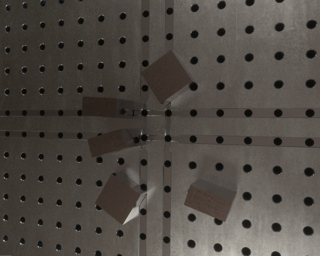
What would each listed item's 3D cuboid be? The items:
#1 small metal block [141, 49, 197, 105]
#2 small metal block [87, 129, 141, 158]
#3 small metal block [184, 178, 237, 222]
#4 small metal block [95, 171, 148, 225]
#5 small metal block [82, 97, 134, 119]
[{"bbox_3d":[0.012,-0.066,0.408,0.050,0.025,0.050,-35,79,16],"label":"small metal block"},{"bbox_3d":[-0.061,0.020,0.420,0.050,0.050,0.025,-17,85,19],"label":"small metal block"},{"bbox_3d":[0.063,0.086,0.377,0.050,0.050,0.025,19,97,18],"label":"small metal block"},{"bbox_3d":[-0.054,0.096,0.430,0.050,0.025,0.050,33,100,16],"label":"small metal block"},{"bbox_3d":[-0.070,-0.027,0.423,0.050,0.050,0.025,5,92,19],"label":"small metal block"}]
